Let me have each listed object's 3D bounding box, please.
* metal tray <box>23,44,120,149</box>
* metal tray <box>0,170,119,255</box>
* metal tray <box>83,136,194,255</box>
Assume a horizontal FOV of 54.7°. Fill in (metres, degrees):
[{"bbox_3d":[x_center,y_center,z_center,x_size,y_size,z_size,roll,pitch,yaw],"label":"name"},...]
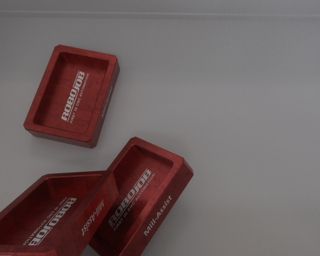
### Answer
[{"bbox_3d":[-0.116,-0.045,0.422,0.090,0.030,0.130,12,70,4],"label":"metal tray"},{"bbox_3d":[-0.105,0.087,0.300,0.090,0.130,0.030,-5,109,15],"label":"metal tray"},{"bbox_3d":[-0.034,0.079,0.354,0.090,0.030,0.130,21,68,41],"label":"metal tray"}]
